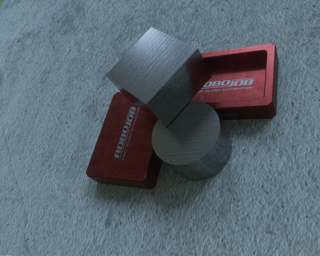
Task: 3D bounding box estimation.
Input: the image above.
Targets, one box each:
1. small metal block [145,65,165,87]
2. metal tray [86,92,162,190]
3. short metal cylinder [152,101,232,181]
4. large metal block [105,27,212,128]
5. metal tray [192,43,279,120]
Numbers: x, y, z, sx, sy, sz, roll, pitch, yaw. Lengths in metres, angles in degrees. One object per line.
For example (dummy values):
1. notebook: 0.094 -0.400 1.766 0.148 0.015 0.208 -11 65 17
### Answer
1. small metal block: -0.006 -0.061 0.430 0.050 0.050 0.025 1 62 28
2. metal tray: -0.036 0.012 0.415 0.090 0.030 0.130 1 62 28
3. short metal cylinder: 0.038 0.015 0.360 0.080 0.050 0.080 -13 56 21
4. large metal block: -0.002 -0.061 0.361 0.080 0.050 0.080 -48 51 -6
5. metal tray: 0.079 -0.055 0.394 0.130 0.030 0.090 -1 61 27
